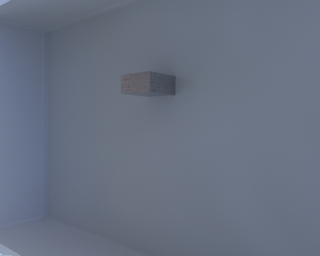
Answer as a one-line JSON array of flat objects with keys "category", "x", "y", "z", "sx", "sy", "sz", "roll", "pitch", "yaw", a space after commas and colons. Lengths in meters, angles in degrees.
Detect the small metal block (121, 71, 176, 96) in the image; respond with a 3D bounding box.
[{"category": "small metal block", "x": -0.015, "y": -0.056, "z": 0.404, "sx": 0.050, "sy": 0.050, "sz": 0.025, "roll": 2, "pitch": 91, "yaw": 40}]
